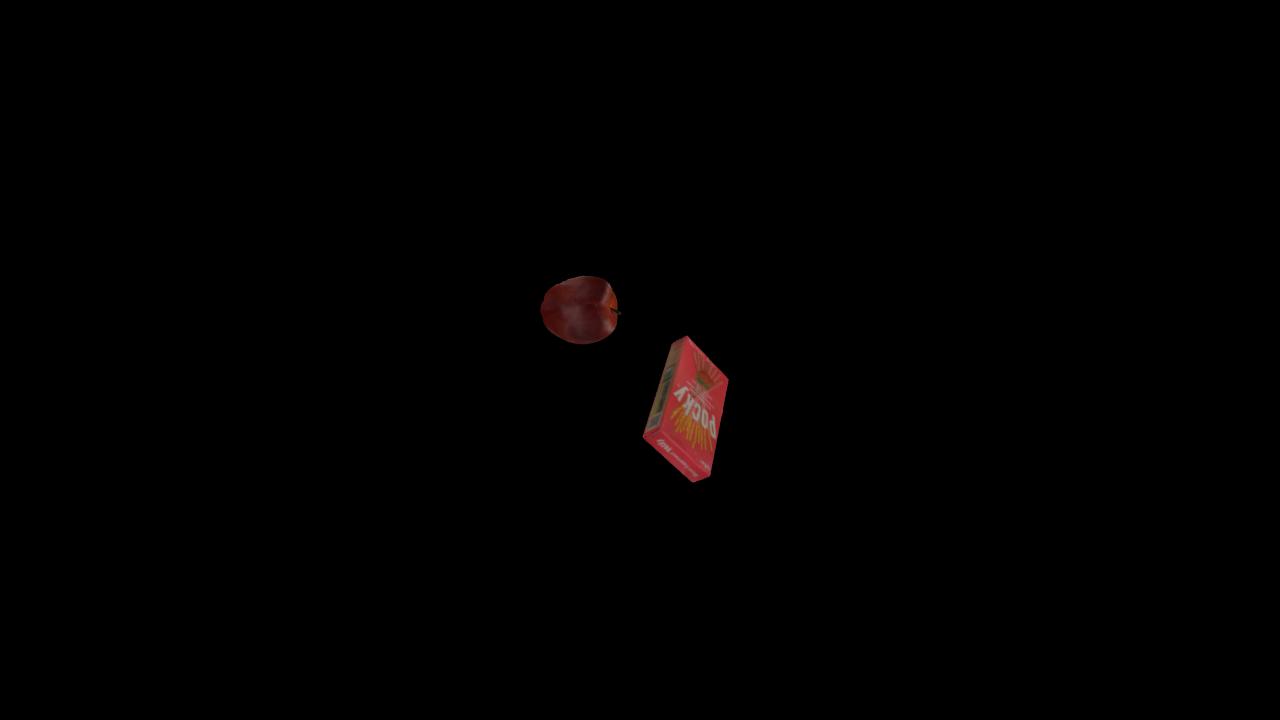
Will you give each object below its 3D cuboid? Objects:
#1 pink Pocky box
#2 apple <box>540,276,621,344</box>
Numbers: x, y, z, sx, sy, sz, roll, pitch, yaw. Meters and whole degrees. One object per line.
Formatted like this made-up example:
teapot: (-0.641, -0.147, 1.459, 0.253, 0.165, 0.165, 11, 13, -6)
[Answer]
pink Pocky box: (0.056, 0.052, 0.691, 0.029, 0.155, 0.084, -29, -63, 36)
apple: (-0.068, -0.057, 0.717, 0.093, 0.079, 0.079, 0, 0, 13)
